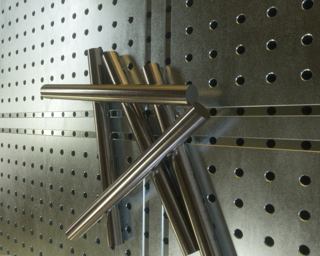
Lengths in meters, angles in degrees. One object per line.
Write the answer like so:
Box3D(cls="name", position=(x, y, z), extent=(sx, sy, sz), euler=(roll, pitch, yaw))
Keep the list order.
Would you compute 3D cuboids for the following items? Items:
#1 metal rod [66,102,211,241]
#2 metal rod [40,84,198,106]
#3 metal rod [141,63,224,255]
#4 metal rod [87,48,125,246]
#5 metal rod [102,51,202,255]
Box3D(cls="metal rod", position=(-0.045, 0.073, 0.411), extent=(0.299, 0.025, 0.025), euler=(-45, 63, 30))
Box3D(cls="metal rod", position=(-0.080, -0.050, 0.440), extent=(0.300, 0.025, 0.025), euler=(7, 94, 39))
Box3D(cls="metal rod", position=(0.031, 0.056, 0.382), extent=(0.025, 0.025, 0.299), euler=(-28, 72, 36))
Box3D(cls="metal rod", position=(-0.084, 0.025, 0.475), extent=(0.025, 0.025, 0.298), euler=(-12, 82, 39))
Box3D(cls="metal rod", position=(-0.018, 0.021, 0.421), extent=(0.025, 0.025, 0.299), euler=(-37, 68, 33))
